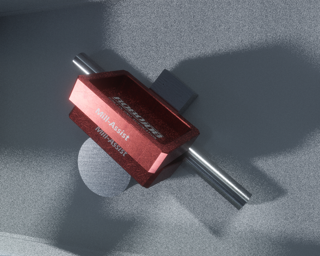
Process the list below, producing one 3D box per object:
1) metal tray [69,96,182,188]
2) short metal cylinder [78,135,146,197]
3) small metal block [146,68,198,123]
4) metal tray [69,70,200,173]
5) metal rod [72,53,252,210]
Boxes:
[{"bbox_3d":[-0.039,0.014,0.387,0.130,0.090,0.030,41,103,15],"label":"metal tray"},{"bbox_3d":[-0.060,0.045,0.410,0.080,0.050,0.079,4,98,24],"label":"short metal cylinder"},{"bbox_3d":[0.013,-0.041,0.404,0.050,0.025,0.050,42,103,14],"label":"small metal block"},{"bbox_3d":[-0.027,-0.015,0.356,0.130,0.091,0.030,41,120,15],"label":"metal tray"},{"bbox_3d":[-0.007,-0.005,0.412,0.300,0.025,0.025,41,103,15],"label":"metal rod"}]
